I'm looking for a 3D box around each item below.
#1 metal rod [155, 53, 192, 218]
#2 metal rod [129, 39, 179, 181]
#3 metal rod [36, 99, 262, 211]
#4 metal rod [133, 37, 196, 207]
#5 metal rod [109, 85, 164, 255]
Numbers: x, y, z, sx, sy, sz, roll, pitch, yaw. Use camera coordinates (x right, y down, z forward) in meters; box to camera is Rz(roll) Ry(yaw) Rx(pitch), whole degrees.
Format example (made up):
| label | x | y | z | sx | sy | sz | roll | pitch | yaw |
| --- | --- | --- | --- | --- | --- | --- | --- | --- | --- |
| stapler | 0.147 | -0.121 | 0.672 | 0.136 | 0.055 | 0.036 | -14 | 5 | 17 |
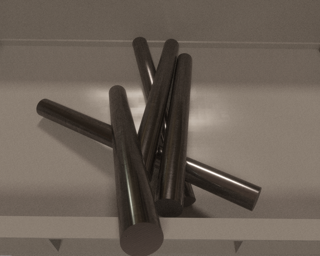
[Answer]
| label | x | y | z | sx | sy | sz | roll | pitch | yaw |
| --- | --- | --- | --- | --- | --- | --- | --- | --- | --- |
| metal rod | 0.023 | -0.021 | 0.377 | 0.025 | 0.025 | 0.300 | 5 | 36 | 4 |
| metal rod | 0.000 | -0.047 | 0.406 | 0.025 | 0.025 | 0.300 | 6 | 39 | 5 |
| metal rod | -0.033 | 0.020 | 0.363 | 0.301 | 0.025 | 0.025 | 21 | 53 | 25 |
| metal rod | -0.004 | -0.031 | 0.431 | 0.025 | 0.025 | 0.300 | -9 | 51 | -8 |
| metal rod | -0.036 | 0.007 | 0.313 | 0.025 | 0.025 | 0.300 | -8 | 24 | -7 |
